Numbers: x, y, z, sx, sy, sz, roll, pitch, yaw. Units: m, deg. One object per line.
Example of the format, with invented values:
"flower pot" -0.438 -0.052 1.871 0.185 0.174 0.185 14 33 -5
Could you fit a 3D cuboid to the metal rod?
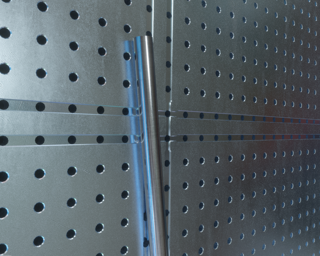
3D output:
"metal rod" -0.011 0.036 0.399 0.025 0.025 0.298 -7 95 -40
